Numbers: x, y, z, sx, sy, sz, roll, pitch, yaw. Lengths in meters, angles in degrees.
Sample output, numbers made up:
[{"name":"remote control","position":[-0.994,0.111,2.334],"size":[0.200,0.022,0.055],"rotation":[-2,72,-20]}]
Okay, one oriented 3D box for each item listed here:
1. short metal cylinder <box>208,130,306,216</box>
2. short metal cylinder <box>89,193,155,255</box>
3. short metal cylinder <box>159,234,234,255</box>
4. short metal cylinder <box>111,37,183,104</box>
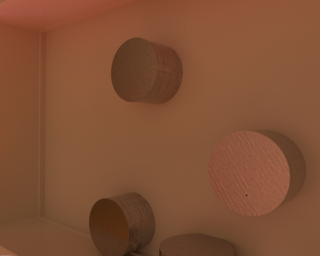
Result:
[{"name":"short metal cylinder","position":[0.097,0.042,0.310],"size":[0.080,0.050,0.079],"rotation":[0,90,39]},{"name":"short metal cylinder","position":[-0.053,0.134,0.432],"size":[0.080,0.050,0.079],"rotation":[0,90,39]},{"name":"short metal cylinder","position":[0.039,0.155,0.337],"size":[0.080,0.081,0.050],"rotation":[1,91,39]},{"name":"short metal cylinder","position":[-0.018,-0.072,0.403],"size":[0.080,0.050,0.079],"rotation":[0,90,39]}]
